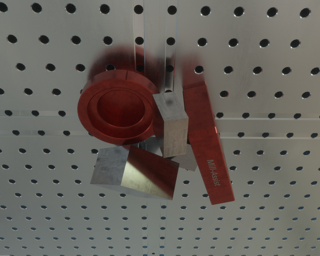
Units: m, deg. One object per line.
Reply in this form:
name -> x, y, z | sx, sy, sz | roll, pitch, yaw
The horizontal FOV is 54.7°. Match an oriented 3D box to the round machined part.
round machined part -> -0.046, -0.029, 0.375 | 0.099, 0.042, 0.097 | -1, 130, 0

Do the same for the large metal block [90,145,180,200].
large metal block -> -0.034, 0.062, 0.417 | 0.080, 0.050, 0.080 | 25, 159, -33

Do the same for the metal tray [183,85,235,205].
metal tray -> 0.062, 0.023, 0.389 | 0.030, 0.090, 0.129 | -14, 129, 11

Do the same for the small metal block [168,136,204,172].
small metal block -> 0.032, 0.029, 0.431 | 0.050, 0.025, 0.050 | 16, 134, 0

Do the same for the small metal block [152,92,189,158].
small metal block -> 0.010, -0.004, 0.338 | 0.025, 0.050, 0.050 | -9, 130, -11
